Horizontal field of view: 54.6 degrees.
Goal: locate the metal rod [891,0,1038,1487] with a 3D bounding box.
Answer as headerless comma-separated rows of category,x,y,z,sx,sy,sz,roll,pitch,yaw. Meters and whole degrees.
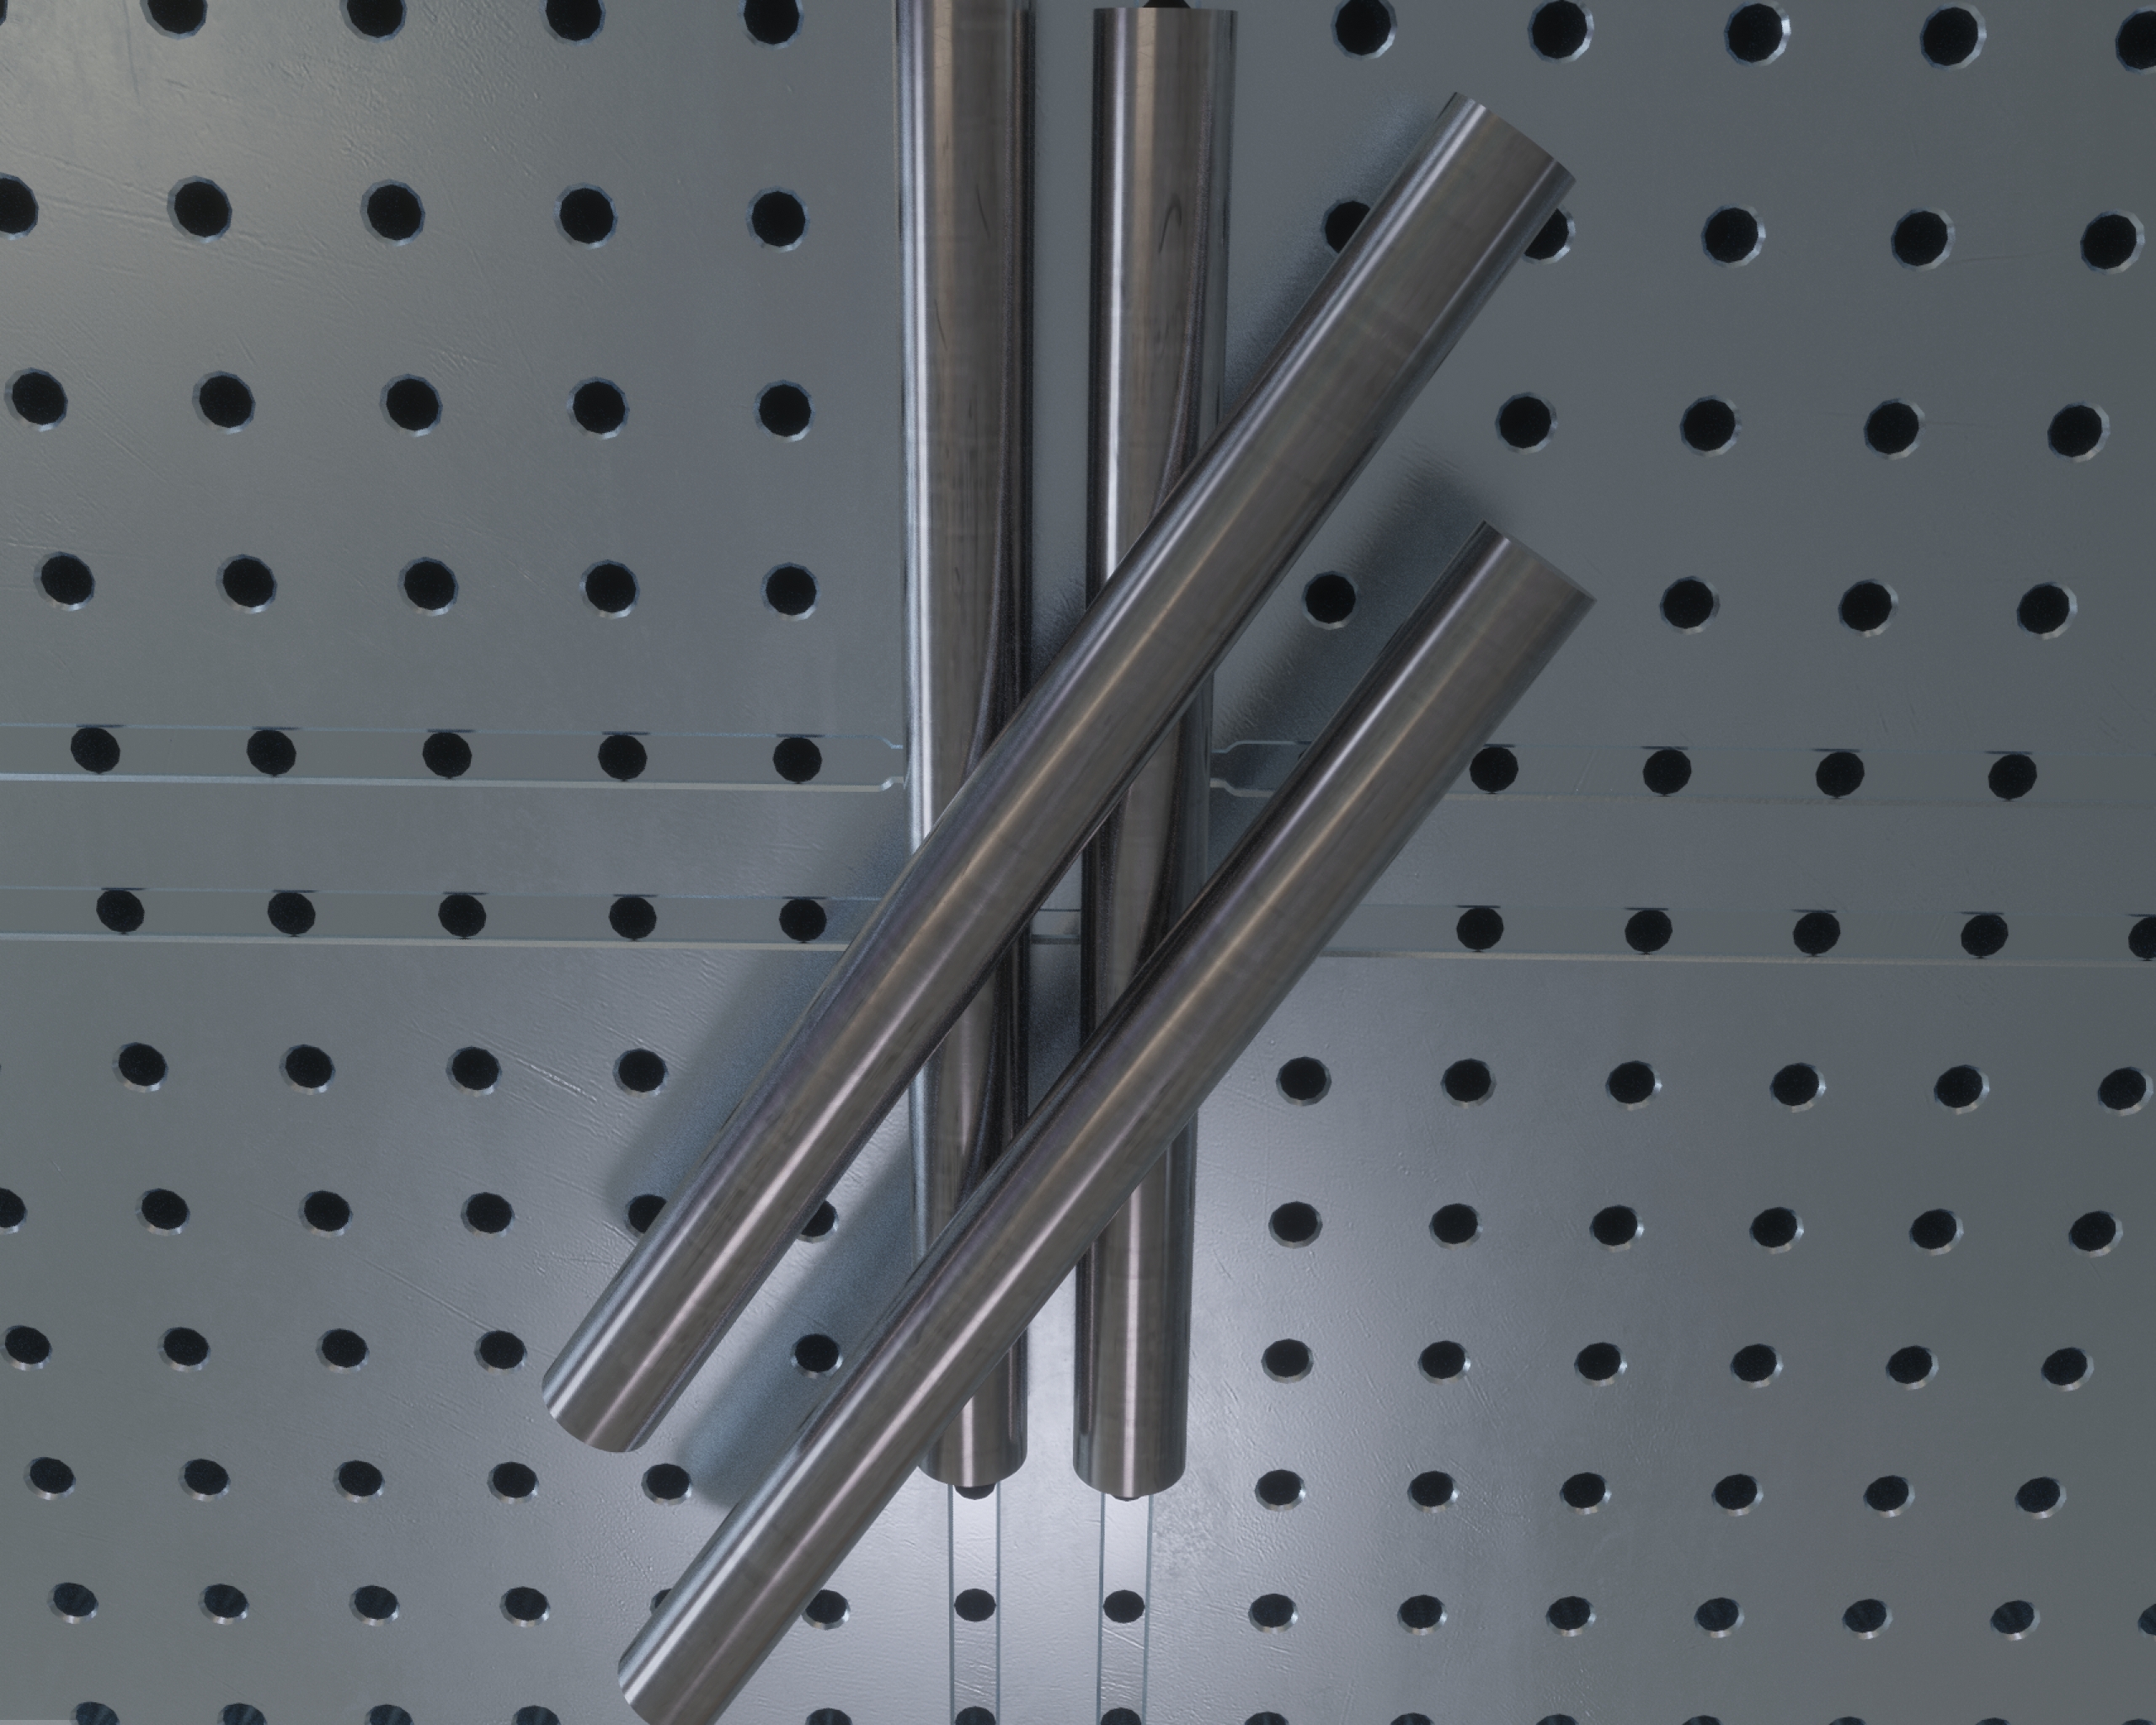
metal rod,-0.022,-0.010,0.410,0.025,0.025,0.298,1,110,0

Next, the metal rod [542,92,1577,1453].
metal rod,-0.013,-0.004,0.386,0.025,0.025,0.299,33,107,-11

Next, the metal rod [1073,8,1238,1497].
metal rod,0.013,-0.007,0.411,0.025,0.025,0.298,1,110,0

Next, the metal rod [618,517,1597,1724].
metal rod,-0.003,0.062,0.409,0.025,0.025,0.299,33,106,-11
